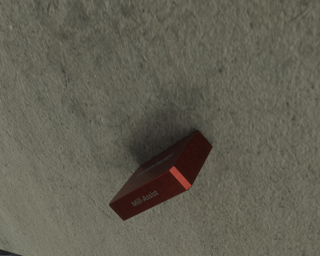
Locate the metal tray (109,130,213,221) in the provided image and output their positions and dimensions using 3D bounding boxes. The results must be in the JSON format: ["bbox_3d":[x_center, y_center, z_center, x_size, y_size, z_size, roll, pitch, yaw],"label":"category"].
[{"bbox_3d":[0.000,0.062,0.401,0.030,0.090,0.130,49,128,-7],"label":"metal tray"}]
